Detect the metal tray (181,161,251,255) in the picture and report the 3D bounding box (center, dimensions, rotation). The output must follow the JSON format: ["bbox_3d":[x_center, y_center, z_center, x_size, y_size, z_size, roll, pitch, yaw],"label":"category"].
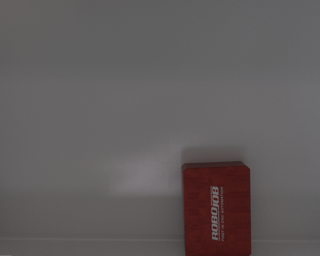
[{"bbox_3d":[0.078,0.115,0.435,0.090,0.030,0.129,-3,96,0],"label":"metal tray"}]
